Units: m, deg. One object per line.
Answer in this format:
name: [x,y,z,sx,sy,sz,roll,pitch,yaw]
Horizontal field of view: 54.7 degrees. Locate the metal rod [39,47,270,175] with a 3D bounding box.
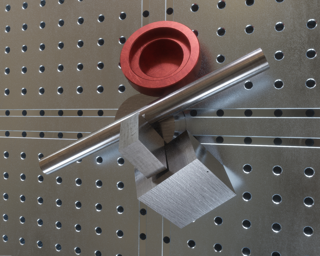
metal rod: [-0.021,-0.011,0.365,0.300,0.025,0.025,-25,82,17]

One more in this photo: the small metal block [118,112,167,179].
small metal block: [-0.019,0.019,0.340,0.025,0.050,0.050,-31,122,17]

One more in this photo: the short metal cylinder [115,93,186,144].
short metal cylinder: [-0.012,-0.003,0.402,0.080,0.050,0.079,0,90,19]

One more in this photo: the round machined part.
round machined part: [0.003,-0.082,0.389,0.098,0.042,0.098,-5,67,11]

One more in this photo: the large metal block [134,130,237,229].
large metal block: [0.028,0.062,0.364,0.080,0.050,0.080,-37,123,16]
